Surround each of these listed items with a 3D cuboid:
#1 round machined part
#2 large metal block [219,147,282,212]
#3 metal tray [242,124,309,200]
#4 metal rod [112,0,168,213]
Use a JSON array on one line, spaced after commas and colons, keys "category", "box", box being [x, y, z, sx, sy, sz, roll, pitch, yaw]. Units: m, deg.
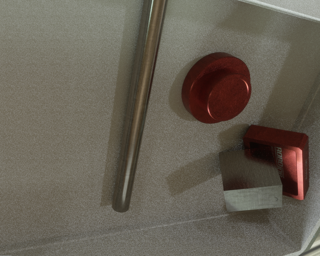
[{"category": "round machined part", "box": [0.082, -0.048, 0.415, 0.099, 0.042, 0.097, -14, 125, -21]}, {"category": "large metal block", "box": [0.138, 0.079, 0.481, 0.080, 0.080, 0.050, -8, 128, 10]}, {"category": "metal tray", "box": [0.192, 0.057, 0.507, 0.030, 0.090, 0.129, -52, 137, -31]}, {"category": "metal rod", "box": [-0.029, -0.017, 0.383, 0.025, 0.025, 0.298, -3, 120, -28]}]
